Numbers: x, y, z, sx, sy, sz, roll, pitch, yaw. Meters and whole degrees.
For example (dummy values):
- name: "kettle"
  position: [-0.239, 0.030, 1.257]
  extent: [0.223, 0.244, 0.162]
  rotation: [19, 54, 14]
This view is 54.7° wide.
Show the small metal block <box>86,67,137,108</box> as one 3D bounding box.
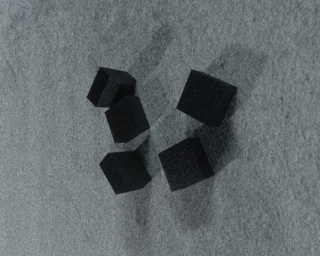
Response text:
- name: "small metal block"
  position: [-0.069, -0.056, 0.443]
  extent: [0.025, 0.050, 0.050]
  rotation: [43, 116, 31]

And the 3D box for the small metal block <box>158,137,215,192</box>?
- name: "small metal block"
  position: [0.031, 0.044, 0.378]
  extent: [0.050, 0.025, 0.050]
  rotation: [-32, 71, 35]

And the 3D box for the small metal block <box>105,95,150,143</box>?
- name: "small metal block"
  position: [-0.047, -0.012, 0.442]
  extent: [0.050, 0.025, 0.050]
  rotation: [-33, 70, 35]

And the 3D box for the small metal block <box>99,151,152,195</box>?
- name: "small metal block"
  position: [-0.047, 0.060, 0.425]
  extent: [0.025, 0.050, 0.050]
  rotation: [-50, 61, 28]

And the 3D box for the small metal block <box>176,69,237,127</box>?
- name: "small metal block"
  position: [0.053, -0.035, 0.360]
  extent: [0.050, 0.025, 0.050]
  rotation: [33, 110, 35]
